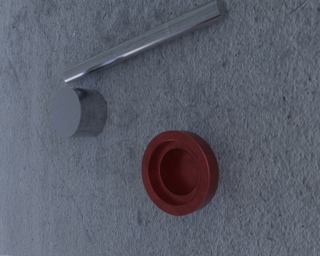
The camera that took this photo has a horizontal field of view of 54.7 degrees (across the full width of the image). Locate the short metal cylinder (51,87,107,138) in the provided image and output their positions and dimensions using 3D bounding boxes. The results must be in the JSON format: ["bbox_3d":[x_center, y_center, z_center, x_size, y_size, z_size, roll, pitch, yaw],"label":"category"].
[{"bbox_3d":[-0.130,-0.024,0.496,0.080,0.050,0.080,0,90,40],"label":"short metal cylinder"}]

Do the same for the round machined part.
[{"bbox_3d":[0.028,0.052,0.371,0.098,0.042,0.097,0,90,40],"label":"round machined part"}]

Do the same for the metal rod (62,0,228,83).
[{"bbox_3d":[-0.044,-0.112,0.441,0.300,0.025,0.025,-11,83,39],"label":"metal rod"}]
